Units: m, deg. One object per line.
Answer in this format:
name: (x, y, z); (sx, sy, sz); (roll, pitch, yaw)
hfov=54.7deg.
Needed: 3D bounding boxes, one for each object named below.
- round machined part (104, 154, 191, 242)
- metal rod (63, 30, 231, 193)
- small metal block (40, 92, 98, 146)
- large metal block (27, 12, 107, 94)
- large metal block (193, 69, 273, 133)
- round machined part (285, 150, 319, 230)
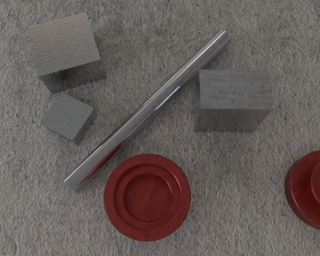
round machined part: (-0.014, 0.083, 0.369); (0.099, 0.042, 0.098); (0, 70, 0)
metal rod: (-0.008, -0.031, 0.419); (0.025, 0.025, 0.301); (41, 75, 13)
small metal block: (-0.120, -0.012, 0.411); (0.050, 0.025, 0.050); (27, 72, 9)
large metal block: (-0.127, -0.104, 0.432); (0.081, 0.050, 0.080); (-17, 71, -6)
large metal block: (0.086, -0.031, 0.391); (0.081, 0.080, 0.050); (1, 70, 0)
round machined part: (0.208, 0.073, 0.374); (0.099, 0.042, 0.098); (0, 70, 0)
